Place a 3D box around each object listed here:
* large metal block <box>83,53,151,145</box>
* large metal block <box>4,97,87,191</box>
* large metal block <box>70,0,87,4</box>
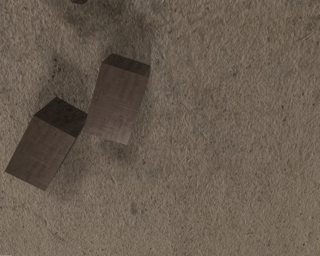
[{"bbox_3d":[-0.048,-0.037,0.366,0.050,0.080,0.079,17,109,-7],"label":"large metal block"},{"bbox_3d":[-0.136,0.017,0.385,0.050,0.080,0.080,30,107,-11],"label":"large metal block"},{"bbox_3d":[-0.085,-0.190,0.325,0.080,0.050,0.080,-37,106,12],"label":"large metal block"}]
